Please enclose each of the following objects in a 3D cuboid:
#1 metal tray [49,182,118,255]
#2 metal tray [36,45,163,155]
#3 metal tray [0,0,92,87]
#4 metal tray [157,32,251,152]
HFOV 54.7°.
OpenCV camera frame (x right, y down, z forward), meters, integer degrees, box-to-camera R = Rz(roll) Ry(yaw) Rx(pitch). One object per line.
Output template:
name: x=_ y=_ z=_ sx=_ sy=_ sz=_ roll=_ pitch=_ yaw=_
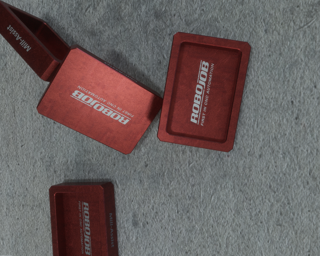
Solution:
metal tray: x=-0.109 y=0.145 z=0.444 sx=0.090 sy=0.030 sz=0.129 roll=-5 pitch=88 yaw=19
metal tray: x=-0.073 y=-0.033 z=0.391 sx=0.131 sy=0.030 sz=0.090 roll=29 pitch=103 yaw=-24
metal tray: x=-0.161 y=-0.113 z=0.431 sx=0.130 sy=0.090 sz=0.030 roll=46 pitch=104 yaw=14
metal tray: x=0.051 y=-0.042 z=0.374 sx=0.091 sy=0.030 sz=0.129 roll=9 pitch=93 yaw=3
